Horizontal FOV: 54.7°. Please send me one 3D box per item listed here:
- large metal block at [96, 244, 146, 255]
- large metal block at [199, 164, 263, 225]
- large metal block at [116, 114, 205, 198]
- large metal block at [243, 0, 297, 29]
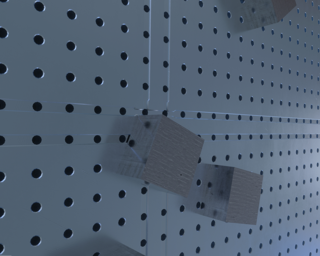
[{"bbox_3d":[-0.057,0.190,0.347,0.081,0.050,0.079,-9,96,-40],"label":"large metal block"},{"bbox_3d":[0.115,0.106,0.493,0.080,0.050,0.080,19,78,-39],"label":"large metal block"},{"bbox_3d":[0.003,0.036,0.397,0.080,0.050,0.080,30,71,-36],"label":"large metal block"},{"bbox_3d":[0.196,-0.238,0.560,0.080,0.050,0.080,-43,116,-32],"label":"large metal block"}]
